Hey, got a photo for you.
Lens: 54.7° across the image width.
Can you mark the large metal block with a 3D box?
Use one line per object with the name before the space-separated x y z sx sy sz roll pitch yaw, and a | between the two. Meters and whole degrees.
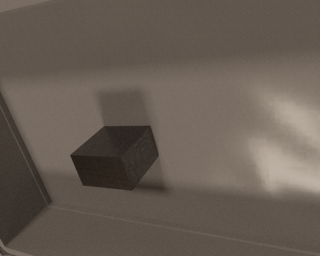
large metal block | -0.059 0.038 0.426 0.080 0.080 0.050 0 118 28
